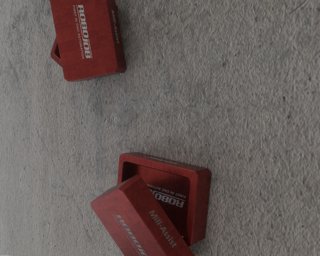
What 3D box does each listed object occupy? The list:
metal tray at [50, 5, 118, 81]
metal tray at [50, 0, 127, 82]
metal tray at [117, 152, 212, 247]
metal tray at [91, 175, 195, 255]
[{"bbox_3d":[-0.128,-0.155,0.507,0.090,0.030,0.129,40,114,32],"label":"metal tray"},{"bbox_3d":[-0.106,-0.139,0.456,0.090,0.030,0.129,-7,95,19],"label":"metal tray"},{"bbox_3d":[-0.001,0.086,0.402,0.130,0.030,0.089,9,96,39],"label":"metal tray"},{"bbox_3d":[-0.021,0.128,0.376,0.130,0.030,0.090,56,138,0],"label":"metal tray"}]
